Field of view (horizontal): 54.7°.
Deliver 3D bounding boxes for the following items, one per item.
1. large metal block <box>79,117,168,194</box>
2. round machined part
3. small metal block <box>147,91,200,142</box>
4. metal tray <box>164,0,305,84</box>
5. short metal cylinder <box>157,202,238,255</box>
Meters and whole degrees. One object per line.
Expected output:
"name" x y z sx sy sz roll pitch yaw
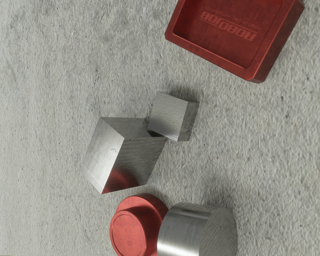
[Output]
"large metal block" -0.046 0.033 0.405 0.050 0.081 0.079 37 113 33
"round machined part" -0.030 0.140 0.416 0.098 0.042 0.097 0 90 39
"small metal block" 0.016 -0.015 0.390 0.050 0.025 0.050 24 105 37
"metal tray" 0.073 -0.116 0.339 0.130 0.030 0.089 37 112 33
"short metal cylinder" 0.042 0.123 0.333 0.050 0.081 0.079 -3 88 40
